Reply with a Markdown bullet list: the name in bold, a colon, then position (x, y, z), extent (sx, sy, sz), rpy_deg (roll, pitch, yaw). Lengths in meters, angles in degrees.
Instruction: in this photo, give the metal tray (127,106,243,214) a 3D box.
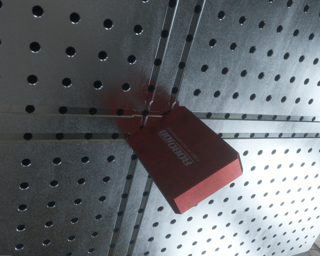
- **metal tray**: position (0.025, 0.031, 0.377), extent (0.090, 0.130, 0.030), rpy_deg (-31, 129, -9)
